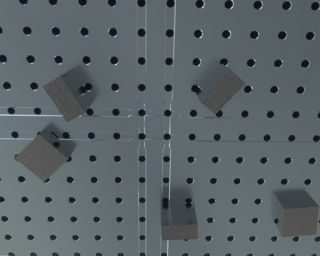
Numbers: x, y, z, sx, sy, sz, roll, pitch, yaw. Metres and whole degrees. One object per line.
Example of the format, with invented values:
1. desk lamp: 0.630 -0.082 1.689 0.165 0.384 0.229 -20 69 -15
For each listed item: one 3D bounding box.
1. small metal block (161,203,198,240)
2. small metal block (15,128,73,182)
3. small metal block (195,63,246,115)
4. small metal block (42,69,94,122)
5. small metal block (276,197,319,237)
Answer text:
1. small metal block: 0.027 0.136 0.451 0.050 0.050 0.025 -2 110 0
2. small metal block: -0.158 0.037 0.425 0.050 0.025 0.050 -42 105 13
3. small metal block: 0.073 -0.050 0.383 0.025 0.050 0.050 39 105 -13
4. small metal block: -0.112 -0.041 0.383 0.025 0.050 0.050 -27 108 9
5. small metal block: 0.206 0.134 0.466 0.050 0.025 0.050 -5 110 1
